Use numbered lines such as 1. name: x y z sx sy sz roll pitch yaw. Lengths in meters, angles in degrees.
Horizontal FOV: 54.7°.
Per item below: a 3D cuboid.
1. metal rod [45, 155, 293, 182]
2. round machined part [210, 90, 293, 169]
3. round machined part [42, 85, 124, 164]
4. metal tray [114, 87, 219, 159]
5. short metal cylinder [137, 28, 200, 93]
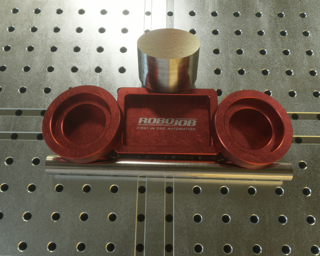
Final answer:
1. metal rod: 0.011 0.050 0.389 0.302 0.025 0.025 2 70 0
2. round machined part: 0.111 0.004 0.393 0.099 0.042 0.098 3 68 -7
3. round machined part: -0.093 -0.002 0.393 0.099 0.042 0.098 -3 67 7
4. metal tray: 0.009 -0.006 0.407 0.131 0.030 0.090 1 71 0
5. short metal cylinder: 0.011 -0.091 0.412 0.081 0.050 0.080 0 44 0
